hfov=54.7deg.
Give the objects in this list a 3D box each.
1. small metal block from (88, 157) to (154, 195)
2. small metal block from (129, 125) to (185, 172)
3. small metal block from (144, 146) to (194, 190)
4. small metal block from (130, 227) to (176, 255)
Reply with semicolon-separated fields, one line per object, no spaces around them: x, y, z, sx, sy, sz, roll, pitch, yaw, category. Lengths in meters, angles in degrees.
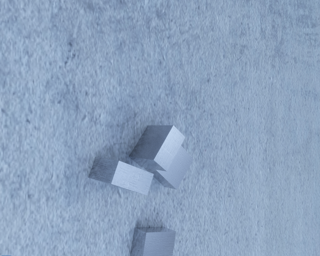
-0.045;0.055;0.353;0.050;0.050;0.025;28;73;-37;small metal block
-0.004;0.024;0.387;0.025;0.050;0.050;45;63;-31;small metal block
0.012;0.047;0.417;0.050;0.025;0.050;48;62;-30;small metal block
-0.009;0.156;0.399;0.050;0.025;0.050;14;81;-39;small metal block
